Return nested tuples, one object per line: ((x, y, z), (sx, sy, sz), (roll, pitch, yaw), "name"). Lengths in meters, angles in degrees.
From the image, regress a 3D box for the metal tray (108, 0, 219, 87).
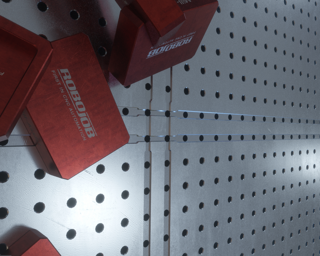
((0.005, -0.109, 0.370), (0.131, 0.089, 0.030), (-30, 69, -36), "metal tray")

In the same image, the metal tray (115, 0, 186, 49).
((-0.030, -0.147, 0.316), (0.030, 0.090, 0.130), (-37, 98, -2), "metal tray")

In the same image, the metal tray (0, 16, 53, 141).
((-0.164, -0.056, 0.240), (0.131, 0.030, 0.090), (27, 72, -17), "metal tray")

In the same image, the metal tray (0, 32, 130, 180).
((-0.095, -0.024, 0.325), (0.091, 0.030, 0.129), (-33, 110, -35), "metal tray")

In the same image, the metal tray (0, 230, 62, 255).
((-0.121, 0.179, 0.304), (0.090, 0.030, 0.130), (-40, 115, -32), "metal tray")
